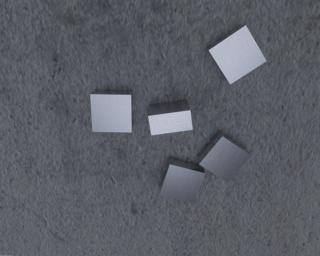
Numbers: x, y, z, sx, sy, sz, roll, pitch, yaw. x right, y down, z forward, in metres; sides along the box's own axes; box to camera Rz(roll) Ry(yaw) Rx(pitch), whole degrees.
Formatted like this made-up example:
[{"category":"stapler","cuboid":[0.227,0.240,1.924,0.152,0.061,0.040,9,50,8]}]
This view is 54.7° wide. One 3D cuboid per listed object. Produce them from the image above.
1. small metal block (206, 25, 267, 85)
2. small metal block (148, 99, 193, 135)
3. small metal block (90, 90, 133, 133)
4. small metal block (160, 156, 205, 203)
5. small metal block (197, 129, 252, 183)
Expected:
[{"category":"small metal block","cuboid":[0.092,-0.090,0.378,0.050,0.025,0.050,-33,107,11]},{"category":"small metal block","cuboid":[0.013,-0.015,0.391,0.050,0.050,0.025,-8,110,2]},{"category":"small metal block","cuboid":[-0.061,-0.022,0.401,0.050,0.025,0.050,1,110,-1]},{"category":"small metal block","cuboid":[0.030,0.073,0.437,0.050,0.025,0.050,15,109,-6]},{"category":"small metal block","cuboid":[0.087,0.039,0.425,0.050,0.025,0.050,33,106,-12]}]
